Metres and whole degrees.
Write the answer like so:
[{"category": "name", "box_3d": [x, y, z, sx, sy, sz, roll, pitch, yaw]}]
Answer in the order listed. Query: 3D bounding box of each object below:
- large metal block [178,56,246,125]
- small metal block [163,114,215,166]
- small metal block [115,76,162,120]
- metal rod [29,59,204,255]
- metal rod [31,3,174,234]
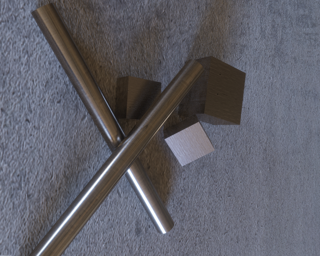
[{"category": "large metal block", "box_3d": [0.078, -0.051, 0.456, 0.081, 0.050, 0.080, 14, 81, -40]}, {"category": "small metal block", "box_3d": [0.039, 0.017, 0.422, 0.050, 0.025, 0.050, -28, 115, 10]}, {"category": "small metal block", "box_3d": [-0.027, -0.034, 0.384, 0.050, 0.025, 0.050, 5, 87, -40]}, {"category": "metal rod", "box_3d": [-0.044, 0.038, 0.339, 0.300, 0.025, 0.025, -52, 121, -17]}, {"category": "metal rod", "box_3d": [-0.054, 0.006, 0.360, 0.025, 0.025, 0.299, -40, 115, -33]}]
